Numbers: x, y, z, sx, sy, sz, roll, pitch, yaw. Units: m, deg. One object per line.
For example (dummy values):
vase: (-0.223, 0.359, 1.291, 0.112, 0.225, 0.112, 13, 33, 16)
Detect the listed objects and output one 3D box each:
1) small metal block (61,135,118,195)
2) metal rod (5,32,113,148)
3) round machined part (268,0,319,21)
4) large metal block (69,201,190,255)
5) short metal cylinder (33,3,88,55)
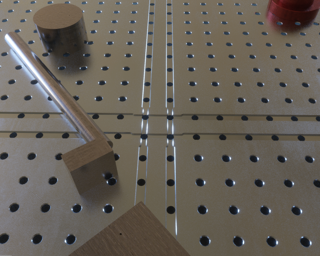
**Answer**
small metal block: (-0.079, 0.043, 0.355, 0.050, 0.050, 0.025, -27, 55, -21)
metal rod: (-0.162, -0.064, 0.460, 0.025, 0.025, 0.300, -31, 57, -24)
round machined part: (0.269, -0.256, 0.614, 0.099, 0.042, 0.098, 0, 50, 0)
large metal block: (-0.023, 0.129, 0.282, 0.080, 0.050, 0.080, -33, 58, -25)
short metal cylinder: (-0.169, -0.171, 0.534, 0.081, 0.050, 0.080, 0, 50, 0)
